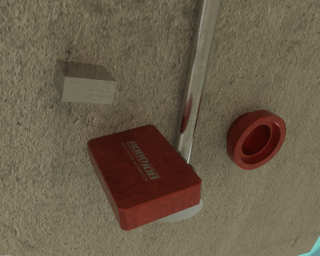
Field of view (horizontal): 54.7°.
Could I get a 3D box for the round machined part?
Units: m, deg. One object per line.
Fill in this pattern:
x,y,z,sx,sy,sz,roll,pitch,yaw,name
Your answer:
0.145,0.014,0.487,0.099,0.042,0.097,-14,125,-21,round machined part

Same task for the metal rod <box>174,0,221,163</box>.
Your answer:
0.047,-0.072,0.389,0.025,0.025,0.298,-7,122,-25,metal rod

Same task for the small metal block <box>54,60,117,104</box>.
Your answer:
-0.078,-0.047,0.319,0.050,0.050,0.025,1,118,-30,small metal block

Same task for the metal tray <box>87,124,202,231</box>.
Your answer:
-0.023,0.048,0.357,0.091,0.130,0.030,-15,125,-21,metal tray

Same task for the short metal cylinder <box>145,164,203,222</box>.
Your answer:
0.017,0.091,0.440,0.081,0.050,0.080,-4,136,-4,short metal cylinder
